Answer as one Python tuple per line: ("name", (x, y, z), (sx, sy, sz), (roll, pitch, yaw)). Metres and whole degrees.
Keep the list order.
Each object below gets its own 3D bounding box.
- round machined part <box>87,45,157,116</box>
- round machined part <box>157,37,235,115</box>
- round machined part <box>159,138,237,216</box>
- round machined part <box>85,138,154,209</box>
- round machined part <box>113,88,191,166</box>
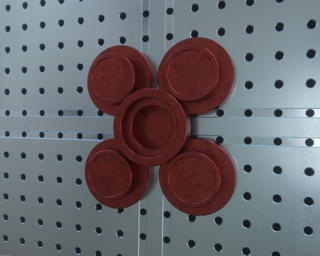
("round machined part", (-0.058, -0.064, 0.422), (0.098, 0.042, 0.097), (0, 90, 19))
("round machined part", (0.043, -0.065, 0.387), (0.098, 0.042, 0.097), (0, 90, 19))
("round machined part", (0.044, 0.062, 0.387), (0.098, 0.042, 0.097), (0, 90, 19))
("round machined part", (-0.061, 0.063, 0.424), (0.098, 0.042, 0.097), (0, 90, 19))
("round machined part", (-0.007, -0.001, 0.403), (0.098, 0.042, 0.097), (0, 90, 19))
